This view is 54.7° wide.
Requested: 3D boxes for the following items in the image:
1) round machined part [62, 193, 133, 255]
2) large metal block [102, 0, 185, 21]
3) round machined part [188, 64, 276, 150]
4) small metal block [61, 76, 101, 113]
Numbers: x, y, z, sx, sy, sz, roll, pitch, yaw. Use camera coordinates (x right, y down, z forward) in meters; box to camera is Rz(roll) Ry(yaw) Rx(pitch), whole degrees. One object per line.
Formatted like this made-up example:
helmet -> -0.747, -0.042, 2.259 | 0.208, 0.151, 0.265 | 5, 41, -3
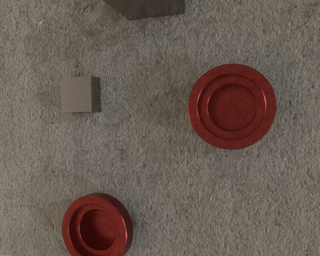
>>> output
round machined part -> -0.081, 0.138, 0.427 | 0.098, 0.042, 0.097 | 0, 90, 19
large metal block -> -0.019, -0.176, 0.386 | 0.080, 0.080, 0.050 | 0, 90, 19
round machined part -> 0.086, -0.024, 0.369 | 0.098, 0.042, 0.097 | 0, 90, 19
small metal block -> -0.114, -0.047, 0.448 | 0.050, 0.025, 0.050 | -2, 90, 19
